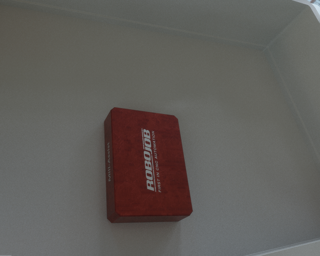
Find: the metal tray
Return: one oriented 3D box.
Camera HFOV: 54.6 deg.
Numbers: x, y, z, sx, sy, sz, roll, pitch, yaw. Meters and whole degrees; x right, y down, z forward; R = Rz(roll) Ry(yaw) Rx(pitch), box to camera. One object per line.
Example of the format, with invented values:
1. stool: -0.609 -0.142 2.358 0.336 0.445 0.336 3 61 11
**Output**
1. metal tray: -0.017 0.043 0.367 0.091 0.030 0.130 7 59 -25
